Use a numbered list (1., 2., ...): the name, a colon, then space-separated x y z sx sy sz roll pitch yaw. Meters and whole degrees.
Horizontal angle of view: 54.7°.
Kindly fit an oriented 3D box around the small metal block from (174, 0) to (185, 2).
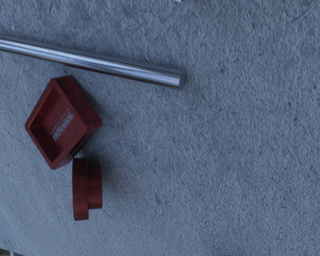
1. small metal block: 0.023 -0.149 0.286 0.025 0.050 0.050 25 127 13

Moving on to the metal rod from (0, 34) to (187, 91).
1. metal rod: -0.111 -0.092 0.408 0.301 0.025 0.025 15 125 19

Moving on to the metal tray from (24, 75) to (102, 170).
1. metal tray: -0.149 -0.005 0.464 0.129 0.030 0.090 -42 79 39

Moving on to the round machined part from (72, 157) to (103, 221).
1. round machined part: -0.114 0.095 0.491 0.042 0.098 0.097 -2 125 -12
